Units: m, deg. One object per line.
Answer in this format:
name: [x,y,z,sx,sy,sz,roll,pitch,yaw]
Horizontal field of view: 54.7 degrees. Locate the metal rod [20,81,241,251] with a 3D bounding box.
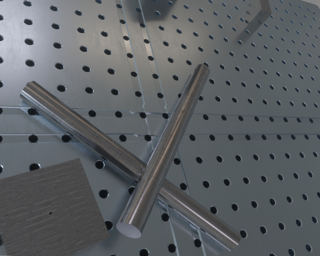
metal rod: [-0.031,0.046,0.362,0.301,0.025,0.025,37,51,-4]

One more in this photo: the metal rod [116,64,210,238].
metal rod: [0.020,0.001,0.395,0.025,0.025,0.301,34,44,-6]

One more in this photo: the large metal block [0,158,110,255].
large metal block: [-0.104,0.083,0.285,0.081,0.050,0.080,-14,69,-34]

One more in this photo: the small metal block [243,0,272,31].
small metal block: [0.203,-0.242,0.648,0.025,0.050,0.050,14,56,-21]
